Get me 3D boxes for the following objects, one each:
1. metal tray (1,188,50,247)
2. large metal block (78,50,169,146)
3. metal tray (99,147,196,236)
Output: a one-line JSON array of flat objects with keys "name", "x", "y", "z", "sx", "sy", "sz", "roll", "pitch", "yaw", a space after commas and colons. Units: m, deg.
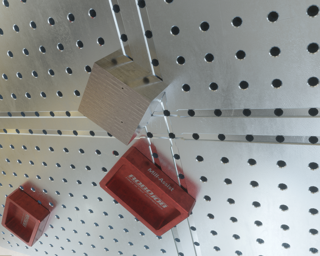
[{"name": "metal tray", "x": -0.303, "y": 0.203, "z": 0.693, "sx": 0.090, "sy": 0.030, "sz": 0.129, "roll": 35, "pitch": 129, "yaw": 4}, {"name": "large metal block", "x": -0.049, "y": -0.038, "z": 0.397, "sx": 0.080, "sy": 0.050, "sz": 0.079, "roll": 35, "pitch": 129, "yaw": 5}, {"name": "metal tray", "x": -0.022, "y": 0.101, "z": 0.481, "sx": 0.130, "sy": 0.030, "sz": 0.090, "roll": 41, "pitch": 129, "yaw": -1}]
